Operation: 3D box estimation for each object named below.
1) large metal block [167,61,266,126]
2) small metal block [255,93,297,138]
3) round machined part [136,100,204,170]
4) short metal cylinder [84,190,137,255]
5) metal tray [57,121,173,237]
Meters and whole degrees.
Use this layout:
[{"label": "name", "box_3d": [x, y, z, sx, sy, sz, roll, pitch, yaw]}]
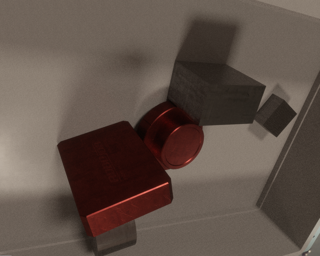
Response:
[{"label": "large metal block", "box_3d": [0.067, -0.045, 0.384, 0.081, 0.080, 0.050, -3, 120, -28]}, {"label": "small metal block", "box_3d": [0.186, -0.020, 0.501, 0.050, 0.025, 0.050, 31, 101, -39]}, {"label": "round machined part", "box_3d": [0.019, 0.016, 0.411, 0.099, 0.042, 0.097, -19, 126, -28]}, {"label": "short metal cylinder", "box_3d": [-0.069, 0.124, 0.413, 0.050, 0.080, 0.079, -11, 124, -23]}, {"label": "metal tray", "box_3d": [-0.054, 0.046, 0.341, 0.091, 0.130, 0.030, -20, 126, -17]}]
